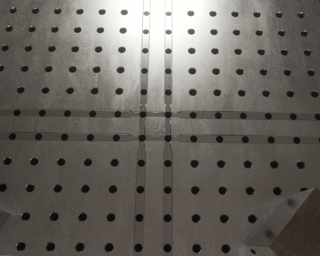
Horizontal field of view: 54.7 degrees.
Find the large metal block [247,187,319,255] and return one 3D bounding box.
[{"bbox_3d":[0.151,0.118,0.341,0.050,0.080,0.080,42,75,13],"label":"large metal block"}]

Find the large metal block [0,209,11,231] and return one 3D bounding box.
[{"bbox_3d":[-0.238,0.117,0.353,0.080,0.050,0.080,23,71,8],"label":"large metal block"}]
